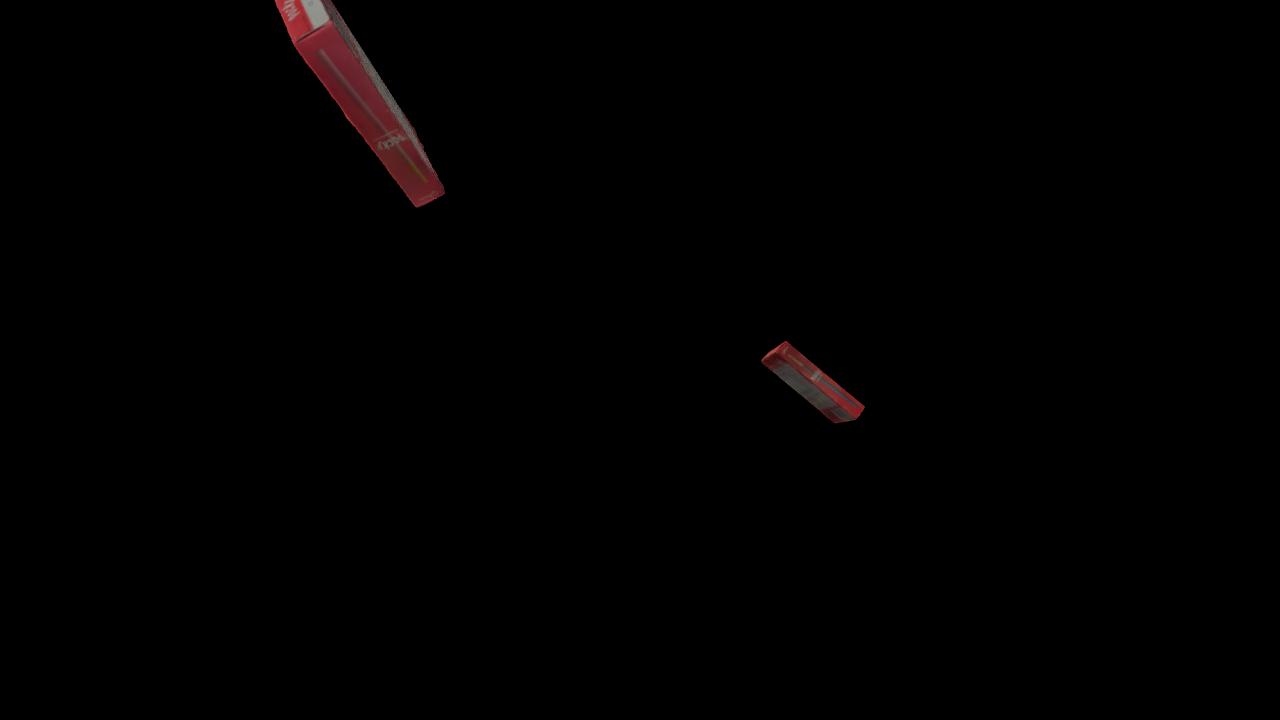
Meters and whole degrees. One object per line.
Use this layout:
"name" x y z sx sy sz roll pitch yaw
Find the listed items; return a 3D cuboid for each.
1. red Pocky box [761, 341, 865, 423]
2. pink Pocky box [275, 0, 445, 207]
"red Pocky box" 0.261 0.036 0.939 0.155 0.028 0.083 40 -10 3
"pink Pocky box" -0.194 -0.187 0.434 0.029 0.084 0.155 -29 -24 -4
